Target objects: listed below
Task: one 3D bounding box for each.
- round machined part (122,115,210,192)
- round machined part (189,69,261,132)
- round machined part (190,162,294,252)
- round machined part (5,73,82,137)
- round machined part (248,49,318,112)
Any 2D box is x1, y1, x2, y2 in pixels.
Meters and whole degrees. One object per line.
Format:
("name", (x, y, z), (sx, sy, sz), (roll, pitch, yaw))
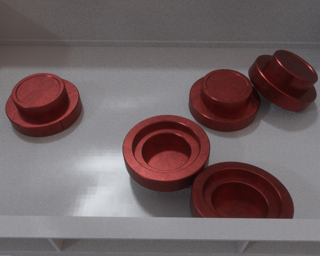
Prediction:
("round machined part", (0.008, 0.033, 0.363), (0.099, 0.042, 0.098), (-1, 47, 2))
("round machined part", (0.091, -0.045, 0.432), (0.099, 0.042, 0.098), (0, 50, 0))
("round machined part", (0.079, 0.082, 0.316), (0.099, 0.042, 0.098), (2, 36, -1))
("round machined part", (-0.161, -0.038, 0.425), (0.099, 0.042, 0.098), (0, 50, 0))
("round machined part", (0.178, -0.072, 0.435), (0.099, 0.042, 0.098), (15, 44, -15))
